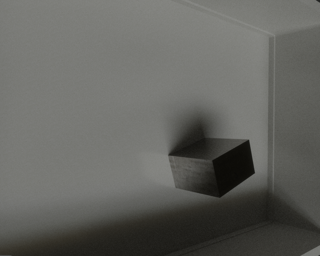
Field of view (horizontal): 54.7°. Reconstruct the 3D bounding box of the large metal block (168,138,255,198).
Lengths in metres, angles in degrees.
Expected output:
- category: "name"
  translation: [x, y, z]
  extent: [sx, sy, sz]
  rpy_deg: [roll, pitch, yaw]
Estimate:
- category: "large metal block"
  translation: [0.072, 0.051, 0.434]
  extent: [0.081, 0.080, 0.050]
  rpy_deg: [-22, 104, -38]
